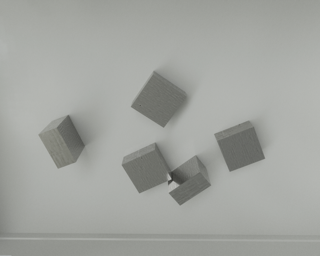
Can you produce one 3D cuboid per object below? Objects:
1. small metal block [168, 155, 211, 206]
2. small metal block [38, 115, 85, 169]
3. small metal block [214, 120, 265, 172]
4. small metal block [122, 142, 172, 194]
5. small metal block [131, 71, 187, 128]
[{"bbox_3d":[0.039,0.071,0.424,0.050,0.050,0.025,-36,106,12],"label":"small metal block"},{"bbox_3d":[-0.126,0.017,0.403,0.025,0.050,0.050,-21,109,7],"label":"small metal block"},{"bbox_3d":[0.108,0.025,0.421,0.050,0.025,0.050,-22,109,8],"label":"small metal block"},{"bbox_3d":[-0.018,0.056,0.432,0.050,0.025,0.050,-26,108,9],"label":"small metal block"},{"bbox_3d":[-0.002,-0.037,0.398,0.050,0.025,0.050,33,107,-12],"label":"small metal block"}]
